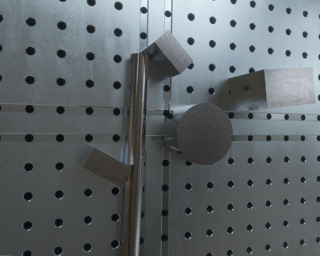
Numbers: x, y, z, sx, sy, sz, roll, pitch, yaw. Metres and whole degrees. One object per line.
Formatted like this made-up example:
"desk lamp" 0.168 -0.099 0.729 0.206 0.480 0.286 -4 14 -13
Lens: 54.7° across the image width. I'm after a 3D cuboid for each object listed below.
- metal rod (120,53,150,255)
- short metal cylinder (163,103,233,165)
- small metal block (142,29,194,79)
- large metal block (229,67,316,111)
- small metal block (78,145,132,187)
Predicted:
"metal rod" -0.034 0.055 0.401 0.025 0.025 0.298 3 89 -20
"short metal cylinder" 0.050 0.007 0.419 0.081 0.050 0.079 0 90 -21
"small metal block" 0.009 -0.094 0.404 0.025 0.050 0.050 -45 105 -14
"large metal block" 0.158 -0.054 0.443 0.081 0.080 0.050 -7 93 -20
"small metal block" -0.068 0.045 0.375 0.050 0.050 0.025 32 80 -18
